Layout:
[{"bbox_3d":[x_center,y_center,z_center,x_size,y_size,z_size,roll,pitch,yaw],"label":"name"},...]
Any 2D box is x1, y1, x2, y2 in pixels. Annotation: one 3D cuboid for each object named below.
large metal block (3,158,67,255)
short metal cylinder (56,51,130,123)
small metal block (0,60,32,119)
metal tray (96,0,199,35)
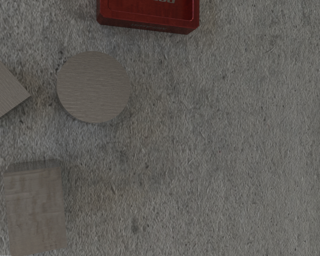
[{"bbox_3d":[-0.131,0.079,0.332,0.050,0.080,0.079,-5,92,-20],"label":"large metal block"},{"bbox_3d":[-0.080,-0.045,0.366,0.081,0.050,0.079,0,90,-20],"label":"short metal cylinder"},{"bbox_3d":[-0.180,-0.040,0.342,0.050,0.025,0.050,-41,103,-15],"label":"small metal block"},{"bbox_3d":[-0.014,-0.175,0.400,0.131,0.030,0.089,0,90,-20],"label":"metal tray"}]
